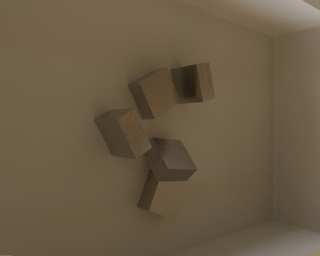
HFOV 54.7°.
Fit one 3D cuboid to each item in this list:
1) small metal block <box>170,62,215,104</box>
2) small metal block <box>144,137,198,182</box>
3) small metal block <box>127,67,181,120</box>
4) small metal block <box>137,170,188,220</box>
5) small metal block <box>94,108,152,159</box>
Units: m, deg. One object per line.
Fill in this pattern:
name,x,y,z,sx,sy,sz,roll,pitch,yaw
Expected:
small metal block,0.045,-0.061,0.427,0.025,0.050,0.050,-19,102,-39
small metal block,0.013,0.041,0.399,0.050,0.025,0.050,7,42,-40
small metal block,-0.007,-0.045,0.401,0.050,0.025,0.050,-36,112,-34
small metal block,0.004,0.089,0.410,0.050,0.025,0.050,31,71,-36
small metal block,-0.043,0.006,0.354,0.025,0.050,0.050,-36,113,-34
